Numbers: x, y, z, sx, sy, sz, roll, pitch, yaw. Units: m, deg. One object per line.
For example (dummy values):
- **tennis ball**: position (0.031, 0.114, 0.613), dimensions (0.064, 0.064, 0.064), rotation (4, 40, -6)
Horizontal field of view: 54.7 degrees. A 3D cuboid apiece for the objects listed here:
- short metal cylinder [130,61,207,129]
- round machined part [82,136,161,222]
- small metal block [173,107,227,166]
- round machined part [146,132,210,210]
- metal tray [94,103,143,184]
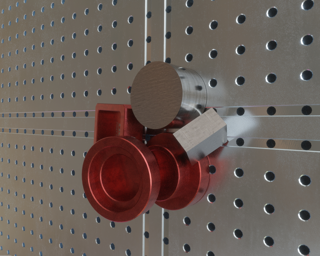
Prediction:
- **short metal cylinder**: position (0.010, -0.039, 0.383), dimensions (0.080, 0.050, 0.079), rotation (0, 90, 39)
- **round machined part**: position (-0.042, 0.058, 0.368), dimensions (0.098, 0.042, 0.097), rotation (1, 92, 29)
- **small metal block**: position (0.046, 0.011, 0.341), dimensions (0.050, 0.050, 0.025), rotation (-34, 64, -4)
- **round machined part**: position (0.009, 0.054, 0.388), dimensions (0.098, 0.042, 0.097), rotation (0, 90, 39)
- **metal tray**: position (-0.063, 0.031, 0.441), dimensions (0.090, 0.030, 0.129), rotation (8, 95, 54)
